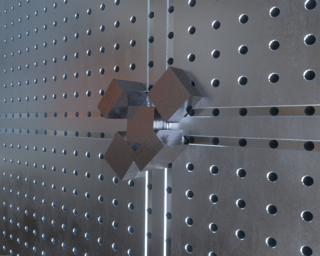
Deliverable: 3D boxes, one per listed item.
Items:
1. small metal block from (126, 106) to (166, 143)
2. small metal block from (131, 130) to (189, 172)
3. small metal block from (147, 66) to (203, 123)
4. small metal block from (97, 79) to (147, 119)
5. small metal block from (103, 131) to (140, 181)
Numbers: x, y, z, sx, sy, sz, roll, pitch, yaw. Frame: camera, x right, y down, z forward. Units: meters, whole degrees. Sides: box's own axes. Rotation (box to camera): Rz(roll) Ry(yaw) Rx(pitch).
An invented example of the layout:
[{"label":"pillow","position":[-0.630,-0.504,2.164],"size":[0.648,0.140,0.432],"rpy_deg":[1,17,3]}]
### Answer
[{"label":"small metal block","position":[-0.019,-0.004,0.425],"size":[0.050,0.025,0.050],"rpy_deg":[5,92,41]},{"label":"small metal block","position":[0.000,0.028,0.394],"size":[0.050,0.050,0.025],"rpy_deg":[-50,60,28]},{"label":"small metal block","position":[0.018,-0.041,0.396],"size":[0.050,0.025,0.050],"rpy_deg":[-48,62,30]},{"label":"small metal block","position":[-0.052,-0.040,0.437],"size":[0.025,0.050,0.050],"rpy_deg":[51,121,27]},{"label":"small metal block","position":[-0.050,0.040,0.451],"size":[0.050,0.025,0.050],"rpy_deg":[45,117,30]}]
